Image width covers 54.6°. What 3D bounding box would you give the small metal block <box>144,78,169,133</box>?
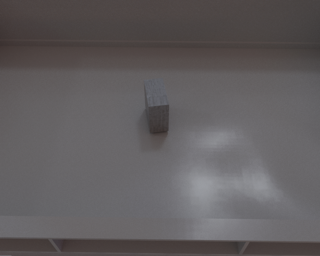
[{"bbox_3d":[-0.005,-0.030,0.409,0.025,0.050,0.050,-7,50,-5],"label":"small metal block"}]
